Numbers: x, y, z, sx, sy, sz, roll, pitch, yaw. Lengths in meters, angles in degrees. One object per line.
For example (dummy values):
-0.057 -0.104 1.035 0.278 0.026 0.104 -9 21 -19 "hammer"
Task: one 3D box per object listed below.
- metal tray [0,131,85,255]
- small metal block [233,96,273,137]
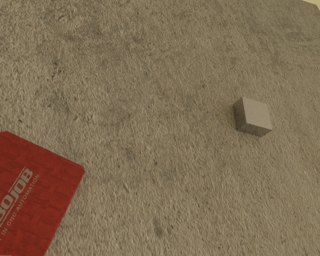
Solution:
-0.137 0.076 0.281 0.090 0.030 0.130 28 52 -11 "metal tray"
0.148 -0.018 0.497 0.050 0.025 0.050 14 56 -21 "small metal block"
